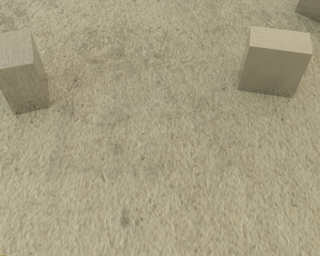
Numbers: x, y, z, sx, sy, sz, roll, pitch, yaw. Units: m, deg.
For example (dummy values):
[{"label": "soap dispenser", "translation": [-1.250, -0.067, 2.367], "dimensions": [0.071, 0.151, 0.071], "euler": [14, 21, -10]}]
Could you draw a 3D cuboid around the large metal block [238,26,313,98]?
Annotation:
[{"label": "large metal block", "translation": [0.163, -0.095, 0.449], "dimensions": [0.080, 0.080, 0.050], "euler": [10, 51, 7]}]

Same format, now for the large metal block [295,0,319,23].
[{"label": "large metal block", "translation": [0.315, -0.246, 0.579], "dimensions": [0.050, 0.080, 0.080], "euler": [-33, 58, -25]}]

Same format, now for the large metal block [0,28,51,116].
[{"label": "large metal block", "translation": [-0.192, -0.078, 0.430], "dimensions": [0.050, 0.080, 0.080], "euler": [-14, 52, -12]}]
